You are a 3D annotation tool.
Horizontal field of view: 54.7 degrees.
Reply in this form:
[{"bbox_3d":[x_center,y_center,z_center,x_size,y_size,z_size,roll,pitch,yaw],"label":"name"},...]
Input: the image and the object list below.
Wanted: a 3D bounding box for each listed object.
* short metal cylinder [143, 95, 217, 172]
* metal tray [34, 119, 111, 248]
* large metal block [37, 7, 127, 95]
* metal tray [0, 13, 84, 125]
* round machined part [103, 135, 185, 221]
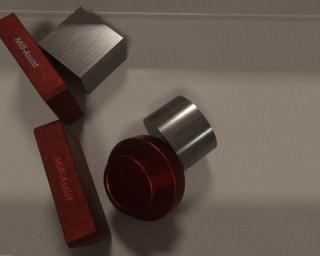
[{"bbox_3d":[0.024,0.007,0.378,0.050,0.080,0.080,-35,74,-12],"label":"short metal cylinder"},{"bbox_3d":[-0.096,0.065,0.350,0.030,0.090,0.130,-21,72,-8],"label":"metal tray"},{"bbox_3d":[-0.106,-0.108,0.434,0.080,0.050,0.080,39,74,12],"label":"large metal block"},{"bbox_3d":[-0.154,-0.072,0.399,0.030,0.090,0.130,-35,74,-12],"label":"metal tray"},{"bbox_3d":[-0.025,0.059,0.349,0.098,0.042,0.097,7,103,33],"label":"round machined part"}]
